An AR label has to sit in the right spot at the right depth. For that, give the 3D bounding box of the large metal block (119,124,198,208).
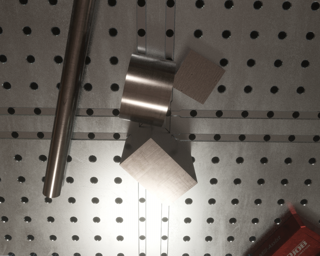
[{"bbox_3d":[-0.001,0.040,0.399,0.050,0.080,0.080,-41,105,13],"label":"large metal block"}]

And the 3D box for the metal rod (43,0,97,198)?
[{"bbox_3d":[-0.117,-0.042,0.396,0.025,0.025,0.298,14,109,-6],"label":"metal rod"}]

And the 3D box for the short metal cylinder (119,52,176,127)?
[{"bbox_3d":[-0.015,-0.045,0.367,0.050,0.080,0.079,12,110,-5],"label":"short metal cylinder"}]

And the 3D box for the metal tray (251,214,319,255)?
[{"bbox_3d":[0.207,0.209,0.490,0.090,0.030,0.129,33,106,-12],"label":"metal tray"}]

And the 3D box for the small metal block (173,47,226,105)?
[{"bbox_3d":[0.046,-0.066,0.390,0.050,0.025,0.050,29,107,-11],"label":"small metal block"}]
